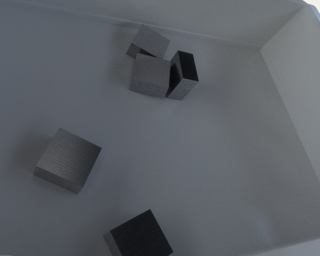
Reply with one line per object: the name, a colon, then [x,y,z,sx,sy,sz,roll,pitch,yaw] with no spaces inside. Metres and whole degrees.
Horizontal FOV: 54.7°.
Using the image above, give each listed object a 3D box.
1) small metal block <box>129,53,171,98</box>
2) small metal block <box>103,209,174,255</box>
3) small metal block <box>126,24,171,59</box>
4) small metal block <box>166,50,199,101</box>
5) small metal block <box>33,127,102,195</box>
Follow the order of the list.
small metal block: [-0.014,-0.075,0.440,0.050,0.025,0.050,12,56,-11]
small metal block: [-0.023,0.120,0.321,0.050,0.025,0.050,-20,73,-36]
small metal block: [-0.017,-0.124,0.473,0.050,0.025,0.050,28,52,-11]
small metal block: [0.029,-0.076,0.453,0.025,0.050,0.050,7,59,-26]
small metal block: [-0.098,0.035,0.332,0.050,0.025,0.050,28,52,-11]
